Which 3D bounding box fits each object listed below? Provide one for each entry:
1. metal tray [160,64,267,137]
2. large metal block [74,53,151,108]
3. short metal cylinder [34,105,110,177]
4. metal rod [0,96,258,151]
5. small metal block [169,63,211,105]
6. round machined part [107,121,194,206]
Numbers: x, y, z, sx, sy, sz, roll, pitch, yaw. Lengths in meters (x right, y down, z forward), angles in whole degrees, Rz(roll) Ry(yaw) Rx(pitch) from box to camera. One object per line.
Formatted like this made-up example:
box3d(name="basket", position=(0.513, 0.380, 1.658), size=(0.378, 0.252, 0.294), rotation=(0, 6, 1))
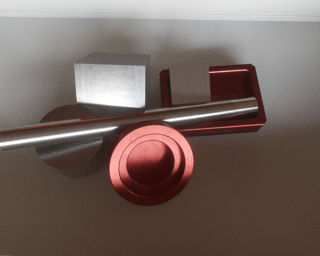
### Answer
box3d(name="metal tray", position=(0.068, -0.037, 0.419), size=(0.131, 0.030, 0.090), rotation=(-4, 70, -2))
box3d(name="large metal block", position=(-0.055, -0.063, 0.393), size=(0.081, 0.080, 0.050), rotation=(2, 112, 1))
box3d(name="short metal cylinder", position=(-0.107, 0.017, 0.386), size=(0.081, 0.050, 0.080), rotation=(0, 70, 0))
box3d(name="metal rod", position=(-0.023, -0.009, 0.367), size=(0.302, 0.025, 0.025), rotation=(-8, 70, -15))
box3d(name="small metal block", position=(0.038, -0.057, 0.407), size=(0.050, 0.025, 0.050), rotation=(-5, 96, -2))
box3d(name="round machined part", position=(-0.013, 0.039, 0.368), size=(0.099, 0.042, 0.097), rotation=(-4, 104, -14))
